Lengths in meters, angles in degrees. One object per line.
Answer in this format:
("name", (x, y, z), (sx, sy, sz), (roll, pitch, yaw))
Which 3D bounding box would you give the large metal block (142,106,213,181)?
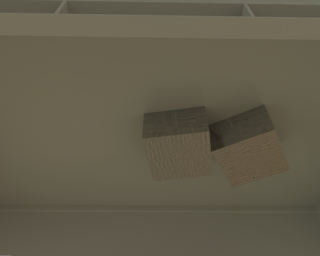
("large metal block", (0.025, 0.022, 0.412), (0.080, 0.050, 0.080), (-7, 130, 6))

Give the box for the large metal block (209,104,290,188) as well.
("large metal block", (0.118, 0.026, 0.416), (0.080, 0.050, 0.080), (-22, 127, 17))
